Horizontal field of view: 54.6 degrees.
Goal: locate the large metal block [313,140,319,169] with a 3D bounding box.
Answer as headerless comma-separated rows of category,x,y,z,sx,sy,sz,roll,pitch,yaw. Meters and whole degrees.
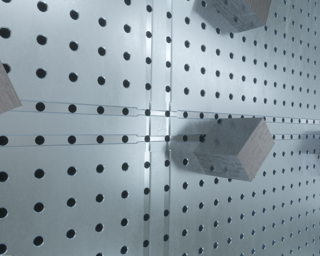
large metal block,0.417,0.063,0.740,0.080,0.050,0.080,-50,120,-28

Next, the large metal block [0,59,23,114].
large metal block,-0.174,-0.038,0.247,0.081,0.050,0.080,-31,110,-35

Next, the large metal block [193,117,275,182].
large metal block,0.111,0.029,0.465,0.080,0.080,0.050,-47,118,-29

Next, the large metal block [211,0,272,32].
large metal block,0.138,-0.218,0.506,0.080,0.050,0.080,27,73,-37
